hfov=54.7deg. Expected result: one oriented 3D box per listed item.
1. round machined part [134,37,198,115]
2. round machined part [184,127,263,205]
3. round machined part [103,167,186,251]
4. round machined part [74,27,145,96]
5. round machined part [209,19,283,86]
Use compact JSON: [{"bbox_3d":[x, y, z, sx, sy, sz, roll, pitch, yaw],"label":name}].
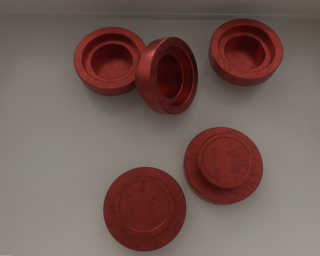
[{"bbox_3d":[0.005,-0.067,0.405,0.042,0.098,0.098,5,65,40],"label":"round machined part"},{"bbox_3d":[0.079,0.044,0.385,0.099,0.042,0.098,0,70,0],"label":"round machined part"},{"bbox_3d":[-0.018,0.094,0.366,0.099,0.042,0.098,0,70,0],"label":"round machined part"},{"bbox_3d":[-0.066,-0.088,0.432,0.099,0.042,0.098,0,70,0],"label":"round machined part"},{"bbox_3d":[0.118,-0.102,0.438,0.099,0.042,0.098,0,70,0],"label":"round machined part"}]
